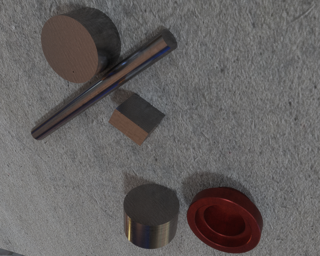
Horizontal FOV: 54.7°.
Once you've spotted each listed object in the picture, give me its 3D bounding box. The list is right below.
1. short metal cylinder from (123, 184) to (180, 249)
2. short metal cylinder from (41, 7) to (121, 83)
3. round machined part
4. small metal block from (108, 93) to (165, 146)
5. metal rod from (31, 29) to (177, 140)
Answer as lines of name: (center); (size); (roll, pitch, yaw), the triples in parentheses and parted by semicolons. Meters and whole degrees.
short metal cylinder: (-0.013, 0.129, 0.458); (0.080, 0.080, 0.050); (16, 125, 19)
short metal cylinder: (-0.095, -0.101, 0.378); (0.080, 0.050, 0.079); (13, 124, 21)
round machined part: (0.090, 0.120, 0.423); (0.098, 0.042, 0.097); (13, 124, 21)
small metal block: (-0.029, -0.012, 0.398); (0.050, 0.050, 0.025); (37, 129, 3)
metal rod: (-0.097, -0.044, 0.430); (0.299, 0.025, 0.025); (-26, 104, 37)
